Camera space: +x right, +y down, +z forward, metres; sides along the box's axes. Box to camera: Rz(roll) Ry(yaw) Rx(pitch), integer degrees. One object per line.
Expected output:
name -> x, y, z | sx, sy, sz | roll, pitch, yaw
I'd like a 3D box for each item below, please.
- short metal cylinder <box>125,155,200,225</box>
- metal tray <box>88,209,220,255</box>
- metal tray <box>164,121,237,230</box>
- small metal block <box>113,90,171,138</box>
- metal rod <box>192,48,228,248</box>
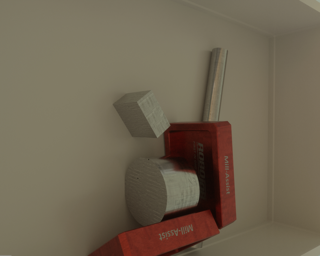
short metal cylinder -> 0.001, 0.074, 0.374 | 0.050, 0.080, 0.079 | -1, 91, -40
metal tray -> -0.006, 0.135, 0.358 | 0.131, 0.090, 0.030 | -1, 58, -39
metal tray -> 0.051, 0.057, 0.408 | 0.030, 0.090, 0.129 | -7, 95, -43
small metal block -> -0.022, -0.016, 0.373 | 0.025, 0.050, 0.050 | -43, 117, -32
metal rod -> 0.072, 0.025, 0.469 | 0.025, 0.025, 0.298 | 15, 81, -39
